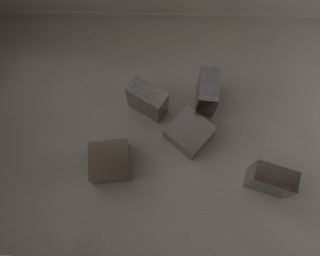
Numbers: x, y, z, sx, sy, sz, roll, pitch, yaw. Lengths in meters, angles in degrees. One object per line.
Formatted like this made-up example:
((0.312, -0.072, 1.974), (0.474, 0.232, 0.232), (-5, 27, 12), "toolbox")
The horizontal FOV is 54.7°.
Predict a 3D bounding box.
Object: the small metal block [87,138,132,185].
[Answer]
((-0.064, 0.043, 0.393), (0.050, 0.025, 0.050), (-6, 70, -3), "small metal block")

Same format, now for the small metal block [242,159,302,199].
((0.134, 0.063, 0.375), (0.050, 0.050, 0.025), (17, 71, 6), "small metal block")

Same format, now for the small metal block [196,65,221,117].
((0.063, -0.048, 0.415), (0.025, 0.050, 0.050), (6, 70, 2), "small metal block")

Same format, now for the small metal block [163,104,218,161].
((0.039, 0.006, 0.408), (0.050, 0.025, 0.050), (40, 74, 13), "small metal block")

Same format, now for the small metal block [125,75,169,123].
((-0.016, -0.037, 0.410), (0.050, 0.050, 0.025), (31, 73, 10), "small metal block")
